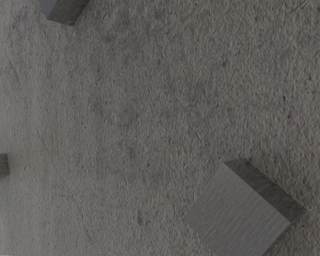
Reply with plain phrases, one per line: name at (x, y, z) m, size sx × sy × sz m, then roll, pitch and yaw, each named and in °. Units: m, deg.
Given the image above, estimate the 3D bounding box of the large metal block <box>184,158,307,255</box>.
large metal block at (0.085, 0.089, 0.319) m, size 0.080 × 0.050 × 0.080 m, roll 44°, pitch 116°, yaw 31°

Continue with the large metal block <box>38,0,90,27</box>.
large metal block at (-0.164, -0.235, 0.525) m, size 0.080 × 0.050 × 0.080 m, roll -43°, pitch 64°, yaw 31°

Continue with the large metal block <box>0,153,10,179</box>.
large metal block at (-0.403, 0.095, 0.702) m, size 0.080 × 0.081 × 0.050 m, roll -24°, pitch 75°, yaw 37°
